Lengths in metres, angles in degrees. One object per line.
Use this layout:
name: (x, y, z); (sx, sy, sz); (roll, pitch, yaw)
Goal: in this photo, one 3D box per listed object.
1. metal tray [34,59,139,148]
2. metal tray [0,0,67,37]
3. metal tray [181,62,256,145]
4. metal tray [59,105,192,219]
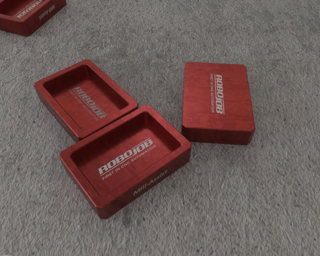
metal tray: (-0.102, -0.037, 0.429); (0.091, 0.030, 0.130); (-33, 57, -25)
metal tray: (-0.253, -0.230, 0.591); (0.090, 0.030, 0.130); (17, 52, 14)
metal tray: (0.078, -0.039, 0.433); (0.091, 0.030, 0.130); (4, 50, 3)
metal tray: (-0.039, 0.034, 0.370); (0.131, 0.030, 0.090); (-31, 57, -24)
